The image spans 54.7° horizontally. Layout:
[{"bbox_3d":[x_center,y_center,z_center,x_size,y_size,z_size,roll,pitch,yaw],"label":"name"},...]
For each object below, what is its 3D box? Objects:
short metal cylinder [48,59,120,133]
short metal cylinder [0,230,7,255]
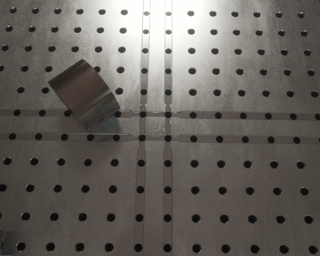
[{"bbox_3d":[-0.096,-0.040,0.396,0.050,0.080,0.080,-39,75,-13],"label":"short metal cylinder"},{"bbox_3d":[-0.214,0.133,0.331,0.081,0.080,0.050,4,70,1],"label":"short metal cylinder"}]
